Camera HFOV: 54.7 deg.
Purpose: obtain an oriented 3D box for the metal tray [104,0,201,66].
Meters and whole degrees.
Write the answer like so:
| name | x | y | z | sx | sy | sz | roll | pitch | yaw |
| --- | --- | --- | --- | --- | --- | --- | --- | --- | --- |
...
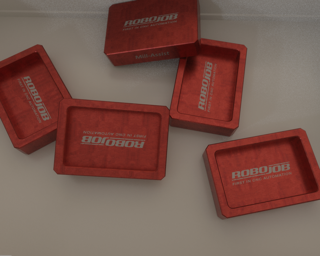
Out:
| name | x | y | z | sx | sy | sz | roll | pitch | yaw |
| --- | --- | --- | --- | --- | --- | --- | --- | --- | --- |
| metal tray | -0.010 | -0.140 | 0.438 | 0.131 | 0.030 | 0.090 | -4 | 67 | 14 |

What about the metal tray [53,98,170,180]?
| name | x | y | z | sx | sy | sz | roll | pitch | yaw |
| --- | --- | --- | --- | --- | --- | --- | --- | --- | --- |
| metal tray | -0.057 | 0.014 | 0.380 | 0.131 | 0.030 | 0.089 | 4 | 87 | -5 |

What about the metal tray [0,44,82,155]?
| name | x | y | z | sx | sy | sz | roll | pitch | yaw |
| --- | --- | --- | --- | --- | --- | --- | --- | --- | --- |
| metal tray | -0.172 | -0.041 | 0.419 | 0.090 | 0.030 | 0.130 | -30 | 73 | -11 |

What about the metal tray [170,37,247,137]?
| name | x | y | z | sx | sy | sz | roll | pitch | yaw |
| --- | --- | --- | --- | --- | --- | --- | --- | --- | --- |
| metal tray | 0.067 | -0.060 | 0.429 | 0.091 | 0.030 | 0.130 | 10 | 70 | 3 |

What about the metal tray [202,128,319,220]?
| name | x | y | z | sx | sy | sz | roll | pitch | yaw |
| --- | --- | --- | --- | --- | --- | --- | --- | --- | --- |
| metal tray | 0.128 | 0.056 | 0.387 | 0.131 | 0.030 | 0.090 | -10 | 70 | -4 |
